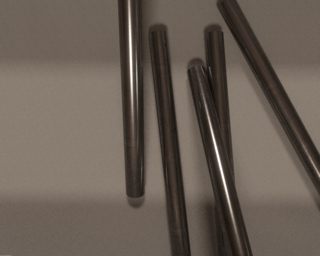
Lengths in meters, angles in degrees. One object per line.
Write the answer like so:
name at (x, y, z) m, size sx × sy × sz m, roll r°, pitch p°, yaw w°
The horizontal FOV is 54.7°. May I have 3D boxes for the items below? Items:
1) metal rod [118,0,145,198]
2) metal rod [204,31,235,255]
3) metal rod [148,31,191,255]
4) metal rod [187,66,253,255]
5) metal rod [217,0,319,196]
metal rod at (-0.031, -0.050, 0.351) m, size 0.025 × 0.025 × 0.298 m, roll 0°, pitch 114°, yaw 0°
metal rod at (0.083, 0.023, 0.412) m, size 0.025 × 0.025 × 0.298 m, roll -4°, pitch 90°, yaw -1°
metal rod at (0.013, 0.023, 0.411) m, size 0.025 × 0.025 × 0.298 m, roll -6°, pitch 90°, yaw 0°
metal rod at (0.070, 0.058, 0.351) m, size 0.025 × 0.025 × 0.299 m, roll -9°, pitch 65°, yaw 0°
metal rod at (0.159, -0.037, 0.413) m, size 0.025 × 0.025 × 0.299 m, roll -29°, pitch 90°, yaw 0°
